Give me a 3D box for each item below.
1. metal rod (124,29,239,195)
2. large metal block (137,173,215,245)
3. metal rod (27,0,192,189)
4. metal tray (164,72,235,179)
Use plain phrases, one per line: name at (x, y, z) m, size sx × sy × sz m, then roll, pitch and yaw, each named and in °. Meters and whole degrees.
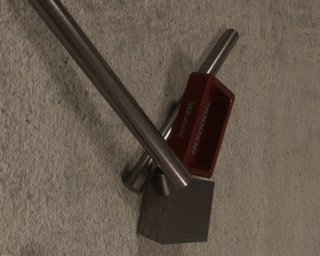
metal rod at (0.042, -0.039, 0.441) m, size 0.025 × 0.025 × 0.301 m, roll 49°, pitch 61°, yaw -29°
large metal block at (0.022, 0.104, 0.410) m, size 0.081 × 0.050 × 0.080 m, roll 15°, pitch 81°, yaw -39°
metal rod at (-0.059, -0.053, 0.323) m, size 0.025 × 0.025 × 0.299 m, roll -46°, pitch 108°, yaw -30°
metal tray at (0.057, 0.000, 0.426) m, size 0.090 × 0.030 × 0.129 m, roll 24°, pitch 82°, yaw -54°
